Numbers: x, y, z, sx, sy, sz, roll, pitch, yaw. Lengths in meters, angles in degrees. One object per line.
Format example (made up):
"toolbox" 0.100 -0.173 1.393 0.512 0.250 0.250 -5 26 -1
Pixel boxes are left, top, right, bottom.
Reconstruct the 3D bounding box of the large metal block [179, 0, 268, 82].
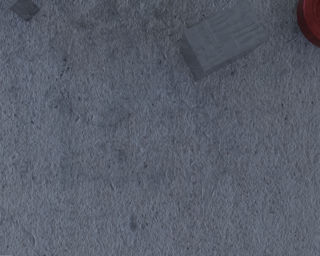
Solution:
"large metal block" 0.073 -0.103 0.383 0.080 0.080 0.050 -27 90 0

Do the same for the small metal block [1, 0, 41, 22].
"small metal block" -0.189 -0.170 0.396 0.025 0.050 0.050 -45 90 0

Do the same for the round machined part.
"round machined part" 0.226 -0.149 0.403 0.099 0.042 0.097 0 90 0
